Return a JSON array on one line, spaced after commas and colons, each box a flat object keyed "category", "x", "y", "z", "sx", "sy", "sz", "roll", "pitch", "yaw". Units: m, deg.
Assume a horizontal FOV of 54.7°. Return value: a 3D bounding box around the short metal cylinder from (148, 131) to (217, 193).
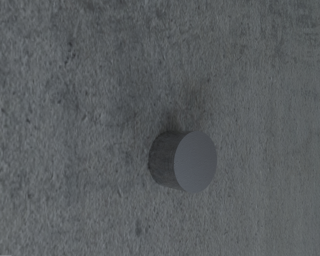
[{"category": "short metal cylinder", "x": 0.031, "y": 0.044, "z": 0.417, "sx": 0.081, "sy": 0.050, "sz": 0.079, "roll": 0, "pitch": 90, "yaw": -40}]
